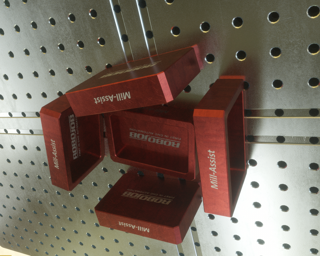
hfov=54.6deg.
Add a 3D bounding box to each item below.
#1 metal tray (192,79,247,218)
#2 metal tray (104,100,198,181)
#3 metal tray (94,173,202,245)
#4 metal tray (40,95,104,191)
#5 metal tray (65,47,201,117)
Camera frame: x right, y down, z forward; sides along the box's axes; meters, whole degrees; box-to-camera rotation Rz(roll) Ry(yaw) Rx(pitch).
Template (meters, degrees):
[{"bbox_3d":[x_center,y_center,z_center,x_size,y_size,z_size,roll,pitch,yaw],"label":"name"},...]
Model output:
[{"bbox_3d":[0.071,0.021,0.344,0.030,0.090,0.129,4,120,26],"label":"metal tray"},{"bbox_3d":[-0.009,0.015,0.421,0.130,0.030,0.089,11,123,22],"label":"metal tray"},{"bbox_3d":[-0.015,0.110,0.446,0.130,0.090,0.030,4,120,26],"label":"metal tray"},{"bbox_3d":[-0.119,0.013,0.441,0.030,0.090,0.129,17,125,19],"label":"metal tray"},{"bbox_3d":[-0.030,-0.052,0.353,0.130,0.090,0.030,-6,115,31],"label":"metal tray"}]
